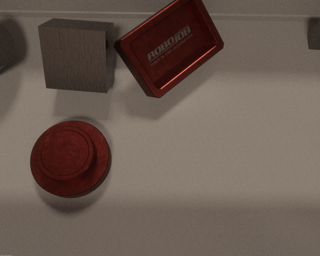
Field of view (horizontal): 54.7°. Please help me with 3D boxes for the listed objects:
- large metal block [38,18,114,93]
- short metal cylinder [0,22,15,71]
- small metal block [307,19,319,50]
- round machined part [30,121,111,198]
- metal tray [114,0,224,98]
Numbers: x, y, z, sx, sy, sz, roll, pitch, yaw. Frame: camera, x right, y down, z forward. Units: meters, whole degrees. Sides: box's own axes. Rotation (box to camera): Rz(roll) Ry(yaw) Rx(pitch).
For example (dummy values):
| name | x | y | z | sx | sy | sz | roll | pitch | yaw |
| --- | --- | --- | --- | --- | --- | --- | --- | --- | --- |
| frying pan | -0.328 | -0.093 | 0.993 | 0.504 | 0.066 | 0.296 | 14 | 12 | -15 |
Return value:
| name | x | y | z | sx | sy | sz | roll | pitch | yaw |
| --- | --- | --- | --- | --- | --- | --- | --- | --- | --- |
| large metal block | -0.105 | -0.095 | 0.407 | 0.080 | 0.079 | 0.050 | 5 | 30 | 1 |
| short metal cylinder | -0.244 | -0.107 | 0.409 | 0.050 | 0.080 | 0.080 | -23 | 66 | 33 |
| small metal block | 0.252 | -0.137 | 0.450 | 0.050 | 0.050 | 0.025 | 4 | 70 | 1 |
| round machined part | -0.113 | 0.036 | 0.386 | 0.099 | 0.042 | 0.098 | 0 | 70 | -1 |
| metal tray | 0.015 | -0.113 | 0.422 | 0.130 | 0.030 | 0.090 | -40 | 112 | -13 |
